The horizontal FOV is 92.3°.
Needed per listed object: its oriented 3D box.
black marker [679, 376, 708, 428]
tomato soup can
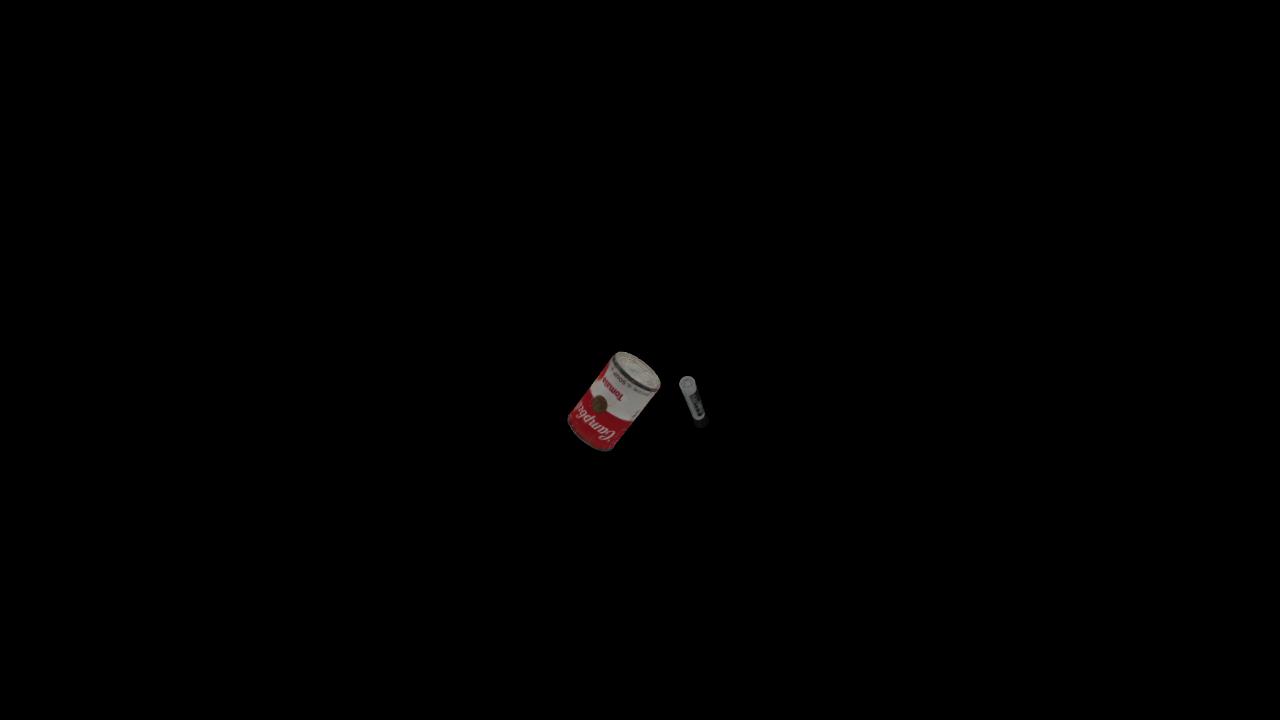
[{"bbox_3d":[0.067,0.055,0.755,0.020,0.020,0.121,0,-28,15],"label":"black marker"},{"bbox_3d":[-0.030,0.048,0.724,0.068,0.101,0.068,33,19,-13],"label":"tomato soup can"}]
